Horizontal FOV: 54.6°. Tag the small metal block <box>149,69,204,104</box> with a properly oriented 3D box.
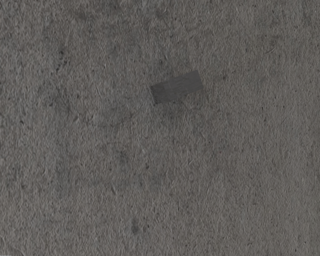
[{"bbox_3d":[0.020,-0.053,0.403,0.050,0.050,0.025,-22,98,-19],"label":"small metal block"}]
